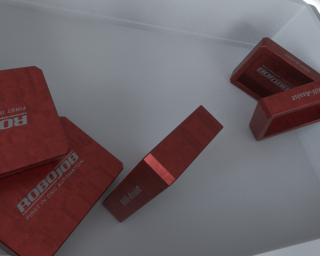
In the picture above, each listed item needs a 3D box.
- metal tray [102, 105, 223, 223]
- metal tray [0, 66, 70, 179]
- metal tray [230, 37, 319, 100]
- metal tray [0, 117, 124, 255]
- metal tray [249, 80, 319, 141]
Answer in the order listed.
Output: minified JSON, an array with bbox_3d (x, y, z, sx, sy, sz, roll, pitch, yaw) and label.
[{"bbox_3d":[-0.001,0.040,0.314,0.030,0.129,0.091,46,51,4],"label":"metal tray"},{"bbox_3d":[-0.156,0.002,0.265,0.131,0.030,0.090,-18,85,-35],"label":"metal tray"},{"bbox_3d":[0.197,-0.078,0.517,0.130,0.089,0.030,33,49,-5],"label":"metal tray"},{"bbox_3d":[-0.109,0.059,0.308,0.090,0.030,0.131,40,51,-2],"label":"metal tray"},{"bbox_3d":[0.205,-0.028,0.458,0.131,0.090,0.030,-18,65,-2],"label":"metal tray"}]
